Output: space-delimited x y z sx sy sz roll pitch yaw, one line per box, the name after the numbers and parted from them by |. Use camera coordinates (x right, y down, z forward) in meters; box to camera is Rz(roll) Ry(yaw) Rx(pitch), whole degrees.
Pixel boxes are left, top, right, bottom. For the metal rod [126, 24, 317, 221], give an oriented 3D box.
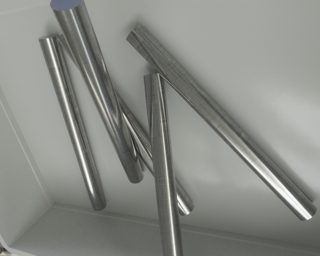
0.075 -0.003 0.366 0.300 0.025 0.025 46 129 -4 | metal rod

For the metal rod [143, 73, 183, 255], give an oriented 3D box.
0.008 0.084 0.377 0.025 0.025 0.298 -6 90 31 | metal rod

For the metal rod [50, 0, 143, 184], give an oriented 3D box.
-0.054 -0.011 0.355 0.025 0.025 0.299 17 149 18 | metal rod

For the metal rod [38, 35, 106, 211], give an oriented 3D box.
-0.128 0.009 0.481 0.025 0.025 0.298 5 121 25 | metal rod

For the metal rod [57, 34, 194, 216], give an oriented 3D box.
-0.040 0.001 0.430 0.025 0.025 0.299 -24 106 36 | metal rod
